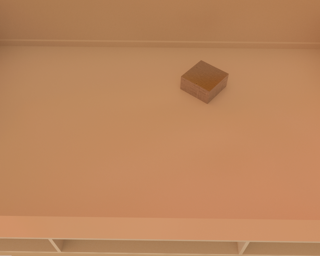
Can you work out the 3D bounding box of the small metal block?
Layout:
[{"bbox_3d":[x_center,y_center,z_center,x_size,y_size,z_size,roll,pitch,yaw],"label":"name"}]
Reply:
[{"bbox_3d":[0.066,-0.070,0.464,0.050,0.025,0.050,33,57,25],"label":"small metal block"}]
